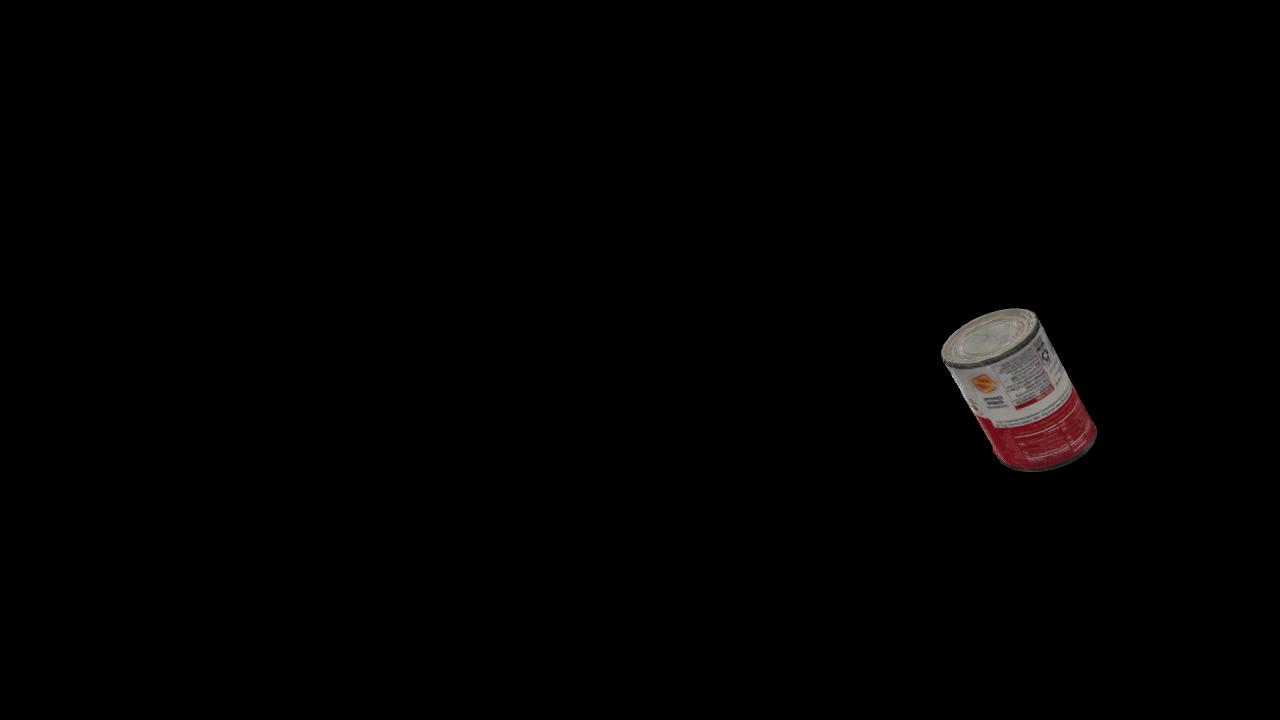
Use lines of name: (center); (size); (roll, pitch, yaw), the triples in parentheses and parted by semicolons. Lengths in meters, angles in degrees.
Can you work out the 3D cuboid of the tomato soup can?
tomato soup can: (0.273, 0.022, 0.446); (0.068, 0.101, 0.068); (-34, 15, 10)
